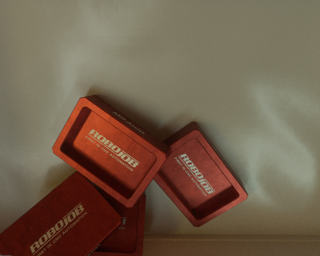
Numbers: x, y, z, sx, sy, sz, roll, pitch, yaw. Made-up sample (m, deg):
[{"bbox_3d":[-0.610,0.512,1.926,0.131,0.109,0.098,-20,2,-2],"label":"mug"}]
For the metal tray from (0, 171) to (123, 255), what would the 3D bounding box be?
[{"bbox_3d":[-0.124,0.130,0.390,0.130,0.030,0.090,-41,75,-18],"label":"metal tray"}]

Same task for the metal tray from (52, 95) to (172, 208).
[{"bbox_3d":[-0.063,0.029,0.399,0.130,0.030,0.090,35,107,5],"label":"metal tray"}]

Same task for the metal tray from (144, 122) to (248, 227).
[{"bbox_3d":[0.050,0.067,0.433,0.090,0.030,0.130,-35,107,12],"label":"metal tray"}]

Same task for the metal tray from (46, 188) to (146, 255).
[{"bbox_3d":[-0.087,0.132,0.434,0.131,0.030,0.090,3,79,-2],"label":"metal tray"}]
